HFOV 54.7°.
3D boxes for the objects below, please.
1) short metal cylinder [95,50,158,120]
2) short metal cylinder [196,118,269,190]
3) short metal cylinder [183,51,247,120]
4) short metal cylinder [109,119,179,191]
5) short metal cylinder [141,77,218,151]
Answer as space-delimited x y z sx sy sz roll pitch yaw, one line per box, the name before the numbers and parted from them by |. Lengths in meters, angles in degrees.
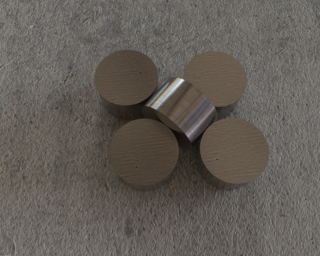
short metal cylinder | -0.043 -0.057 0.415 0.081 0.050 0.080 0 70 0
short metal cylinder | 0.087 0.033 0.384 0.081 0.050 0.080 0 70 0
short metal cylinder | 0.070 -0.055 0.415 0.081 0.050 0.080 0 70 0
short metal cylinder | -0.018 0.035 0.382 0.081 0.050 0.080 0 70 0
short metal cylinder | 0.024 -0.017 0.387 0.080 0.080 0.050 38 74 12
